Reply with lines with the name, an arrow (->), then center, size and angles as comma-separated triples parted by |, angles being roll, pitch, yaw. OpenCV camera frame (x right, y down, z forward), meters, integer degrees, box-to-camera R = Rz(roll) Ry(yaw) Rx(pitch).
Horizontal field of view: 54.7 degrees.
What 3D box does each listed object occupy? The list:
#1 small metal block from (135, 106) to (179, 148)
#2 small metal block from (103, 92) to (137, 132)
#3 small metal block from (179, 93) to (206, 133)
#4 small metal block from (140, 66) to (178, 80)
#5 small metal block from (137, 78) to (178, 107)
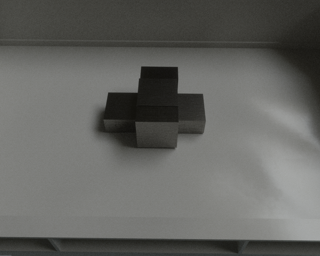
small metal block -> -0.003, -0.001, 0.385 | 0.050, 0.050, 0.025 | 1, 50, 0
small metal block -> -0.047, -0.022, 0.420 | 0.050, 0.025, 0.050 | 1, 50, 0
small metal block -> 0.034, -0.020, 0.420 | 0.050, 0.025, 0.050 | 1, 50, 0
small metal block -> -0.001, -0.059, 0.435 | 0.050, 0.050, 0.025 | 1, 50, 0
small metal block -> -0.003, -0.038, 0.401 | 0.050, 0.025, 0.050 | 1, 50, 0
